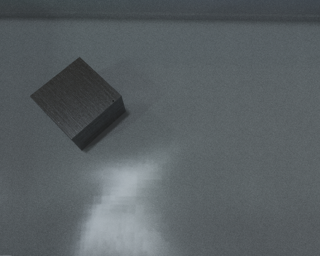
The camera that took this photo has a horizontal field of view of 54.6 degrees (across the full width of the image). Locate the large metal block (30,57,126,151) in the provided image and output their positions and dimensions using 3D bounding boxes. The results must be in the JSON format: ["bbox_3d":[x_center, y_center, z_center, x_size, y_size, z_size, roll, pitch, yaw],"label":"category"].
[{"bbox_3d":[-0.104,-0.031,0.407,0.080,0.050,0.080,43,75,14],"label":"large metal block"}]
